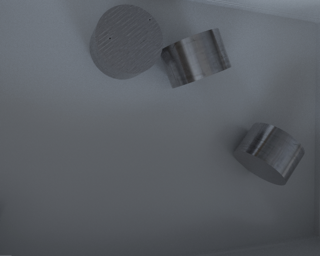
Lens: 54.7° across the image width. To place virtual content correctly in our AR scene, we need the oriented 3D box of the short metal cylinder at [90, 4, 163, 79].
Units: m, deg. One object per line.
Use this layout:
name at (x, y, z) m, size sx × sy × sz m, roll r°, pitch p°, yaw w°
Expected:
short metal cylinder at (-0.043, -0.103, 0.381) m, size 0.081 × 0.050 × 0.080 m, roll 0°, pitch 90°, yaw -20°

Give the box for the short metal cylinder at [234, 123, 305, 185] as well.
short metal cylinder at (0.153, 0.037, 0.437) m, size 0.080 × 0.080 × 0.050 m, roll 41°, pitch 77°, yaw -16°

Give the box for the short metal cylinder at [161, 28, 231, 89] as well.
short metal cylinder at (0.045, -0.088, 0.398) m, size 0.081 × 0.080 × 0.050 m, roll -23°, pitch 98°, yaw -19°
